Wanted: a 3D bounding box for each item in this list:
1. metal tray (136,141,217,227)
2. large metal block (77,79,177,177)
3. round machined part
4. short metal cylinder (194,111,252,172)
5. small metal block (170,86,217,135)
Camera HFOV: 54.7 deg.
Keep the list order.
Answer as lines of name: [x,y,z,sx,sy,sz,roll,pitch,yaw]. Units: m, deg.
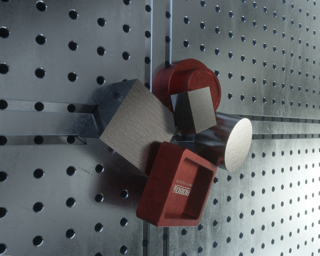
metal tray: [0.028,0.076,0.392,0.130,0.030,0.090,32,76,-59]
large metal block: [-0.034,0.001,0.364,0.080,0.050,0.080,43,64,-32]
round machined part: [0.049,-0.050,0.439,0.099,0.042,0.097,0,90,-40]
short metal cylinder: [0.094,0.019,0.457,0.081,0.050,0.079,-23,121,-45]
small metal block: [0.043,-0.022,0.385,0.050,0.025,0.050,-20,100,-49]
